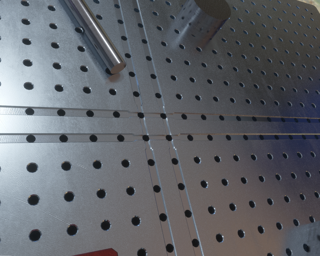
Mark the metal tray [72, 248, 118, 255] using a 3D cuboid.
[{"bbox_3d":[-0.072,0.177,0.258,0.091,0.030,0.130,0,62,-29],"label":"metal tray"}]

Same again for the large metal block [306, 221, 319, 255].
[{"bbox_3d":[0.250,0.180,0.420,0.080,0.050,0.080,34,51,-7],"label":"large metal block"}]

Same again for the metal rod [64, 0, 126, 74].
[{"bbox_3d":[-0.138,-0.205,0.459,0.025,0.025,0.299,-24,75,-37],"label":"metal rod"}]

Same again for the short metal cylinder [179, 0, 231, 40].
[{"bbox_3d":[0.081,-0.210,0.566,0.081,0.050,0.080,14,56,-21],"label":"short metal cylinder"}]
